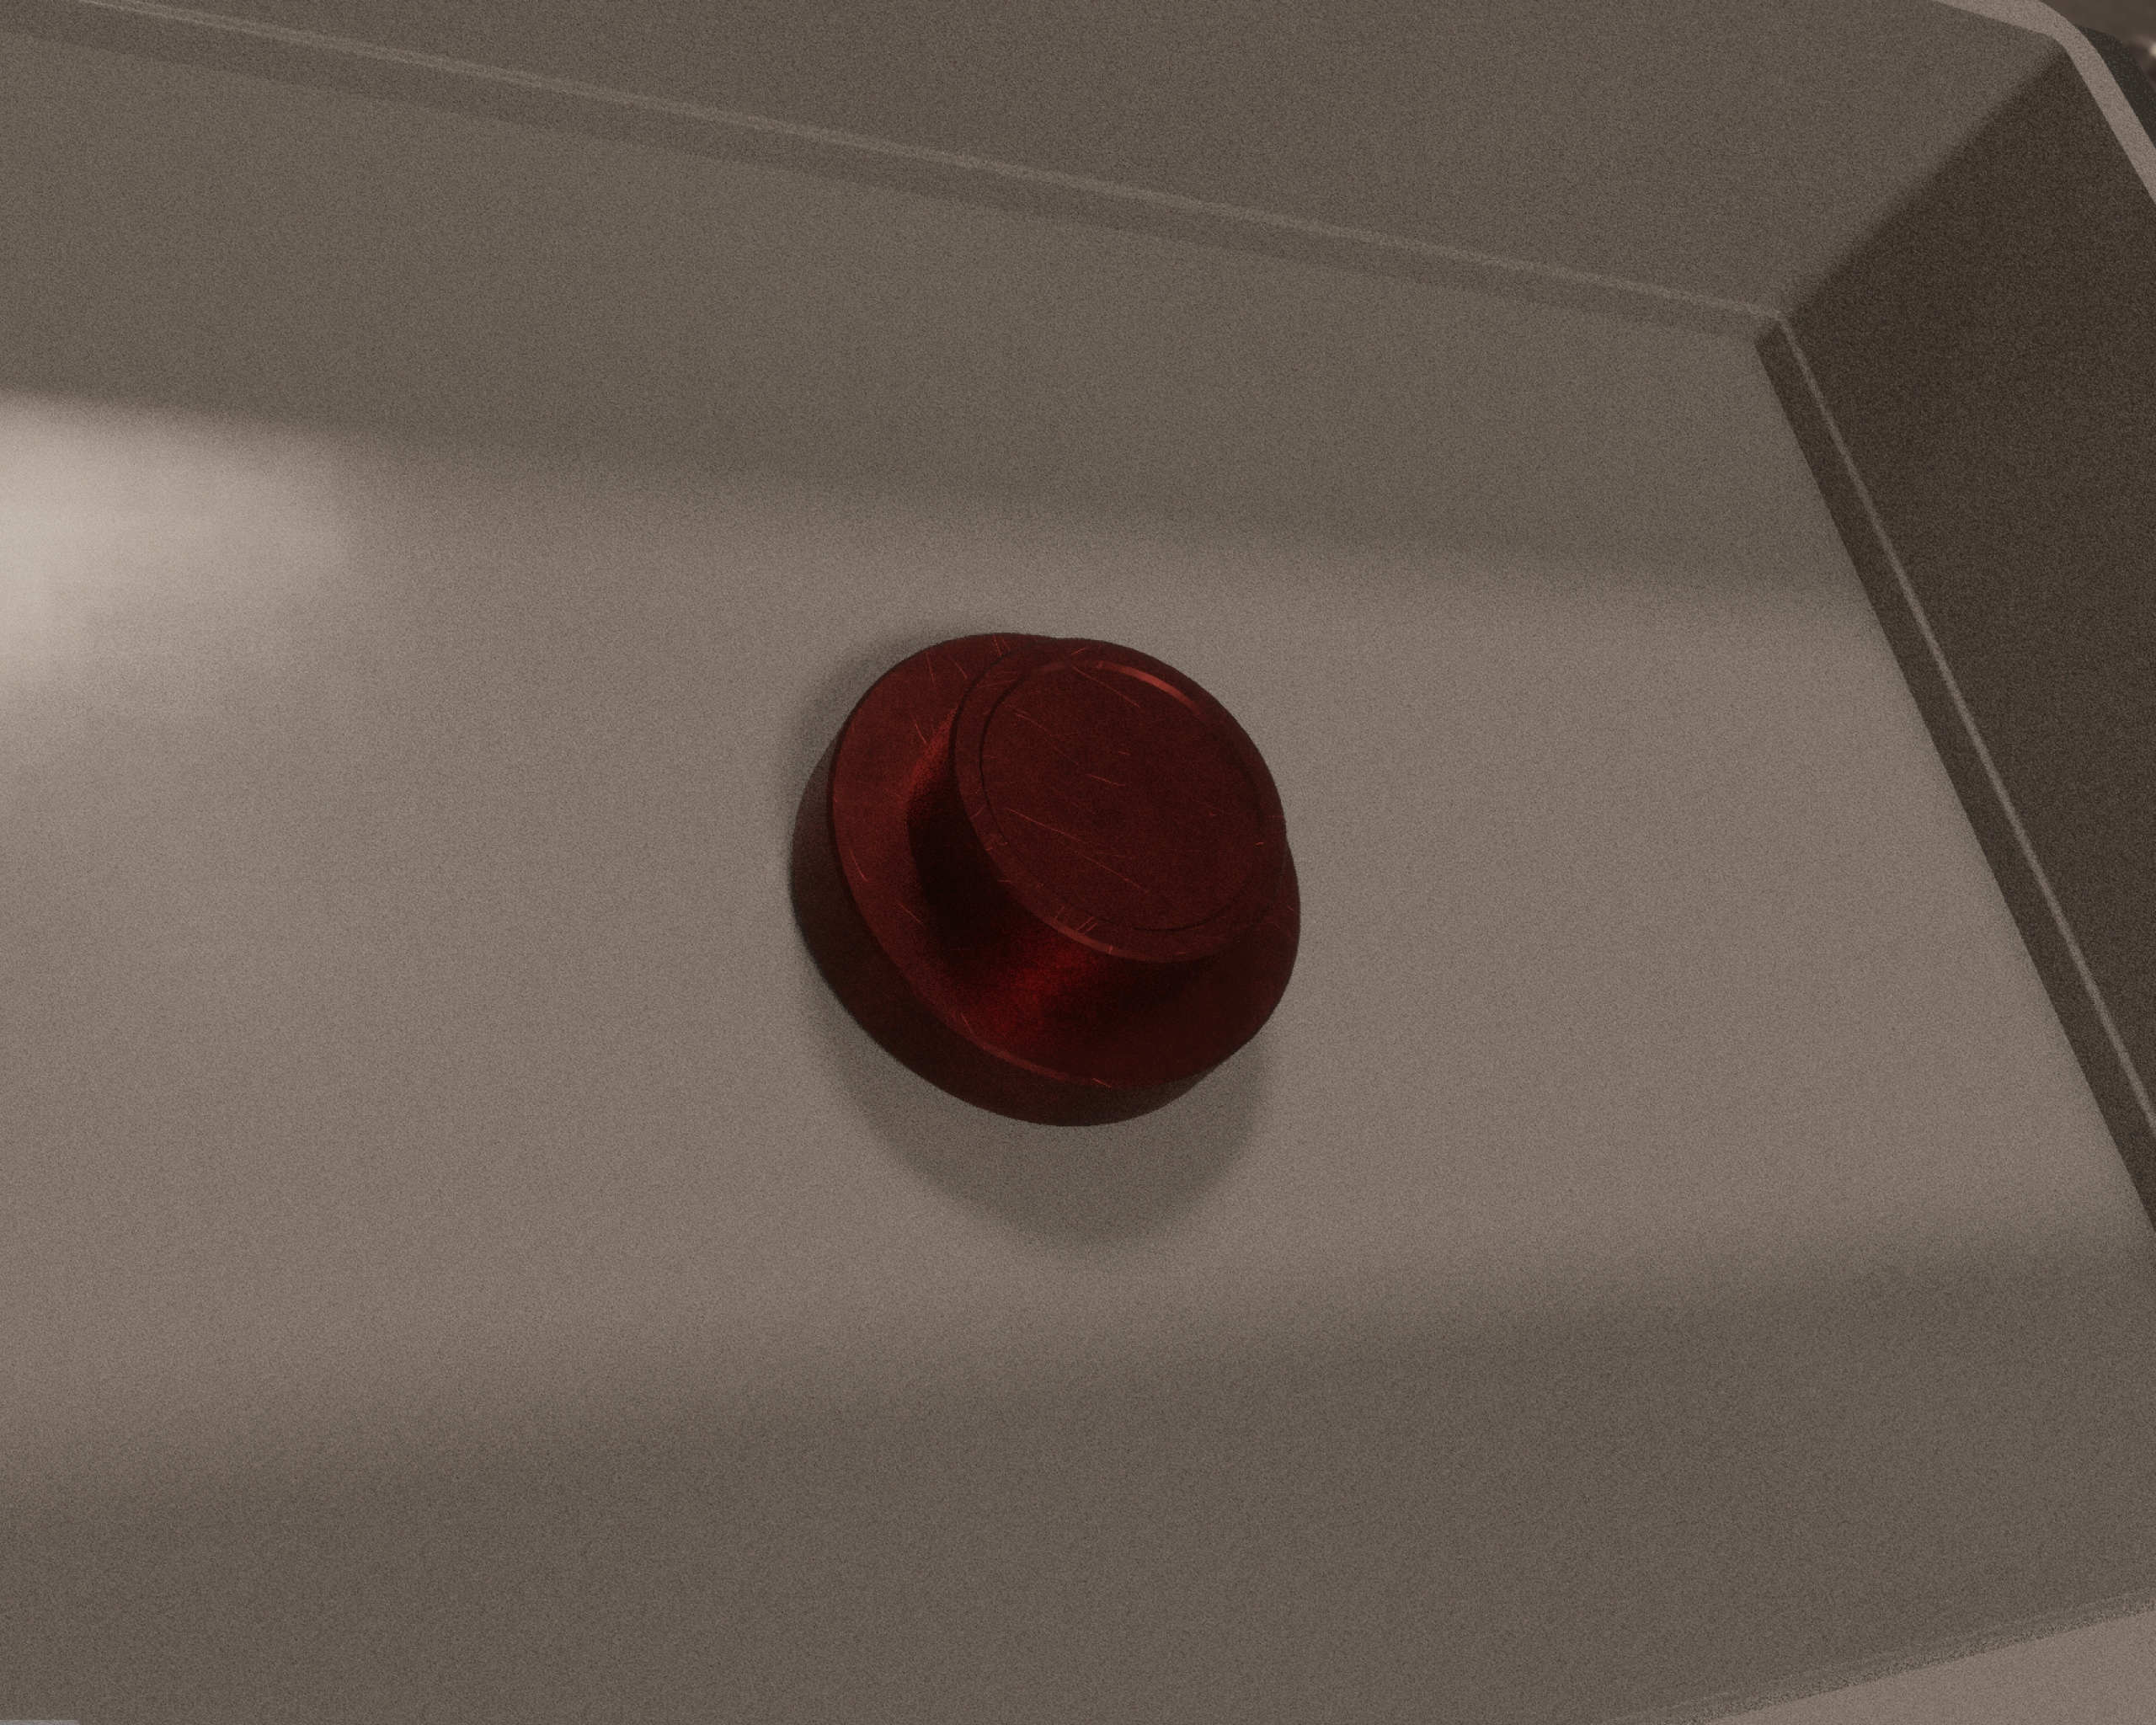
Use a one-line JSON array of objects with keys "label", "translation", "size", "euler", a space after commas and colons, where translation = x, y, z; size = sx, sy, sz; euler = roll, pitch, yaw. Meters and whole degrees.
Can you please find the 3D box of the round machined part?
[{"label": "round machined part", "translation": [0.000, -0.003, 0.394], "size": [0.099, 0.042, 0.098], "euler": [14, 56, -21]}]
